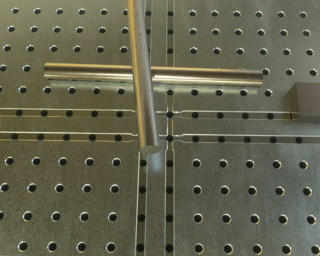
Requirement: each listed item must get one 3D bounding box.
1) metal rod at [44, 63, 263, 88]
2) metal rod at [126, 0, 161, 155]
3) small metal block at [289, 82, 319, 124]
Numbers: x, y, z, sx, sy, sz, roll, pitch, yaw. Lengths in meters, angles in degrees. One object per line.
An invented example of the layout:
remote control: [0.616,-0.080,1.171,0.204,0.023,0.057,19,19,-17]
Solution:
metal rod: [-0.009,-0.075,0.438,0.302,0.025,0.025,2,70,0]
metal rod: [-0.028,-0.105,0.425,0.025,0.025,0.299,-6,61,-2]
small metal block: [0.210,-0.034,0.425,0.050,0.025,0.050,2,70,1]
